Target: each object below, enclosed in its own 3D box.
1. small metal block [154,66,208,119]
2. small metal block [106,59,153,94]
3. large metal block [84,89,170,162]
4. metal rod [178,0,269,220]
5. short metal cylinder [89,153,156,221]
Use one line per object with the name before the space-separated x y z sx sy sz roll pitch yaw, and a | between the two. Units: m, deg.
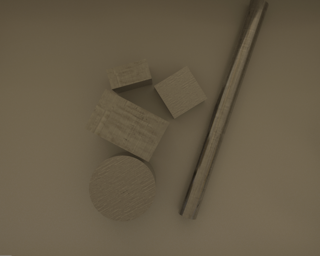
small metal block | 0.027 -0.046 0.412 0.050 0.025 0.050 -32 90 -1
small metal block | -0.038 -0.065 0.398 0.050 0.050 0.025 -16 90 0
large metal block | -0.037 -0.003 0.383 0.080 0.080 0.050 28 90 -1
metal rod | 0.084 -0.025 0.412 0.025 0.025 0.298 19 90 -1
short metal cylinder | -0.045 0.073 0.398 0.081 0.050 0.079 0 90 -1
